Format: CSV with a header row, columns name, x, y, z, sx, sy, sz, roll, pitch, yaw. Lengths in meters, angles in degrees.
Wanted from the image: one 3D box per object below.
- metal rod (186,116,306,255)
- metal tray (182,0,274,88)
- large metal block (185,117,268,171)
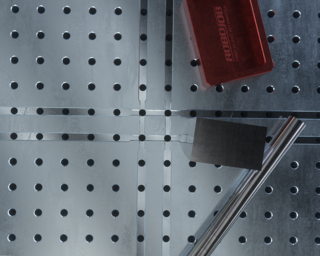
name,x,y,z,sx,sy,sz,roll,pitch,yaw
metal rod,0.095,0.111,0.414,0.025,0.025,0.299,37,90,-1
metal tray,0.089,-0.126,0.411,0.091,0.030,0.129,-14,90,-1
large metal block,0.077,0.018,0.387,0.081,0.080,0.050,8,90,-1
